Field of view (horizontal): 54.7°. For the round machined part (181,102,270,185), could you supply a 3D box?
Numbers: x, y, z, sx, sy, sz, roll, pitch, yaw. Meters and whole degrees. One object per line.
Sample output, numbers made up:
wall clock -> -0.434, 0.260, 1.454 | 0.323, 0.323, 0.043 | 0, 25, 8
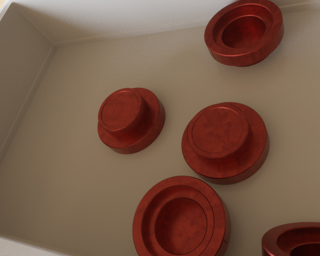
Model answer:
round machined part -> 0.070, 0.011, 0.351 | 0.098, 0.042, 0.098 | -13, 56, 21

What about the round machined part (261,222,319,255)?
round machined part -> 0.129, 0.109, 0.234 | 0.098, 0.099, 0.042 | -1, 93, 27

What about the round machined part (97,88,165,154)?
round machined part -> -0.046, -0.016, 0.429 | 0.098, 0.042, 0.098 | -13, 56, 21

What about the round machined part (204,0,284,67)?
round machined part -> 0.112, -0.120, 0.410 | 0.098, 0.042, 0.098 | -13, 56, 21

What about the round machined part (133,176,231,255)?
round machined part -> 0.025, 0.102, 0.319 | 0.098, 0.042, 0.098 | -13, 56, 21
